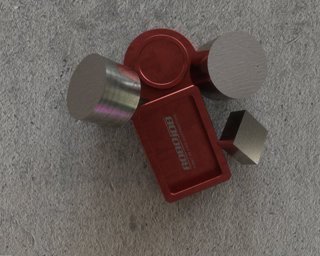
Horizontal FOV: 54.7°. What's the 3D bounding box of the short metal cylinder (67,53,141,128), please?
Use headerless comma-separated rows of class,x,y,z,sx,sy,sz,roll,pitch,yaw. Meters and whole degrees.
short metal cylinder,-0.069,-0.044,0.376,0.050,0.080,0.080,16,90,-44

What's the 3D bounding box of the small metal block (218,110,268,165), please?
small metal block,0.107,0.013,0.394,0.050,0.025,0.050,38,65,-26

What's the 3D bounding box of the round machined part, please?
round machined part,0.002,-0.082,0.403,0.099,0.042,0.097,0,90,0

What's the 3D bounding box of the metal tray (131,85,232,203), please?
metal tray,0.026,0.020,0.398,0.090,0.030,0.129,-22,100,0

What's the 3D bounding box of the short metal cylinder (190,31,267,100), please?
short metal cylinder,0.085,-0.075,0.389,0.081,0.050,0.079,-1,92,-18
